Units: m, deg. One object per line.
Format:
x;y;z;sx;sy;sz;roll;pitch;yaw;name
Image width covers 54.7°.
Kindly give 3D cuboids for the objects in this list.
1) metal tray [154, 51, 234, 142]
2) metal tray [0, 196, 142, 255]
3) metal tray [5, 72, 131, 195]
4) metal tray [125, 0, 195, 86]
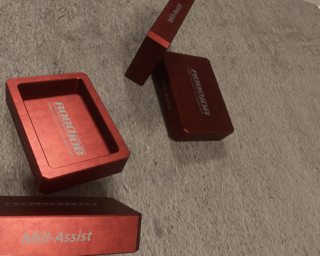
0.047;-0.046;0.448;0.091;0.030;0.130;1;64;-33;metal tray
-0.092;0.080;0.261;0.131;0.090;0.030;7;85;-25;metal tray
-0.101;-0.002;0.332;0.091;0.030;0.130;-13;58;-34;metal tray
0.001;-0.132;0.444;0.030;0.090;0.130;31;51;-9;metal tray
